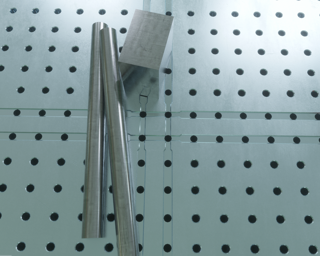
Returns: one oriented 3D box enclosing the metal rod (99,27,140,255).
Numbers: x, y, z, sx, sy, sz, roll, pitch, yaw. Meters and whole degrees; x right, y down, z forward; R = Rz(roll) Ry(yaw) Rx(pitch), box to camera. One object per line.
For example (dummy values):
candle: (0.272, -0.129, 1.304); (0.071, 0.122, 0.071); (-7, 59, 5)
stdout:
metal rod: (-0.054, 0.008, 0.397); (0.025, 0.025, 0.299); (-7, 74, -3)

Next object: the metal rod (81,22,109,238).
metal rod: (-0.084, -0.011, 0.414); (0.025, 0.025, 0.299); (-2, 70, -1)

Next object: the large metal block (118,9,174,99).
large metal block: (-0.016, -0.097, 0.418); (0.050, 0.080, 0.080); (13, 71, 4)
